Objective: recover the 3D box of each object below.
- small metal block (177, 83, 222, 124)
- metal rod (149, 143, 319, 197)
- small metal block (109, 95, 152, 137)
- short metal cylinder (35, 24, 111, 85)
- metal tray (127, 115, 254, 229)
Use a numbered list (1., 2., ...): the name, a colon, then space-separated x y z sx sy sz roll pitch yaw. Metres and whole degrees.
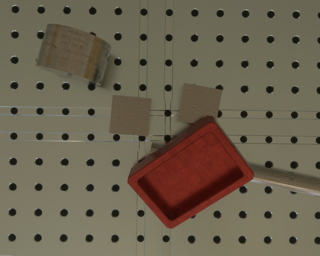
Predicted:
1. small metal block: 0.052 -0.030 0.414 0.050 0.025 0.050 10 90 -1
2. metal rod: 0.135 0.063 0.415 0.302 0.025 0.025 12 90 -1
3. small metal block: -0.038 -0.016 0.413 0.050 0.025 0.050 5 90 -1
4. short metal cylinder: -0.106 -0.089 0.384 0.080 0.080 0.050 15 90 -1
5. metal tray: 0.037 0.057 0.388 0.130 0.030 0.090 -36 102 13
